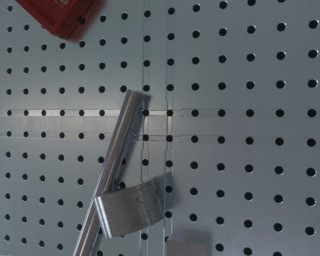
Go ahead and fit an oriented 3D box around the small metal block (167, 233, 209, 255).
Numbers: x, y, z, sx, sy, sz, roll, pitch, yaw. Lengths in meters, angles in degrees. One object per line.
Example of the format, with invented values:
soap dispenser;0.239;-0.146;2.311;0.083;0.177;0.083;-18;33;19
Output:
small metal block;0.036;0.168;0.400;0.050;0.025;0.050;0;90;20

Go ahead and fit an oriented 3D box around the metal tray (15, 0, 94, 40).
metal tray;-0.168;-0.209;0.468;0.130;0.030;0.090;43;103;15

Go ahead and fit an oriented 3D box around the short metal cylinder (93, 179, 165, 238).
short metal cylinder;-0.040;0.101;0.397;0.080;0.080;0.050;-20;84;19

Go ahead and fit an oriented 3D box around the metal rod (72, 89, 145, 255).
metal rod;-0.081;0.090;0.441;0.025;0.025;0.298;22;97;18
